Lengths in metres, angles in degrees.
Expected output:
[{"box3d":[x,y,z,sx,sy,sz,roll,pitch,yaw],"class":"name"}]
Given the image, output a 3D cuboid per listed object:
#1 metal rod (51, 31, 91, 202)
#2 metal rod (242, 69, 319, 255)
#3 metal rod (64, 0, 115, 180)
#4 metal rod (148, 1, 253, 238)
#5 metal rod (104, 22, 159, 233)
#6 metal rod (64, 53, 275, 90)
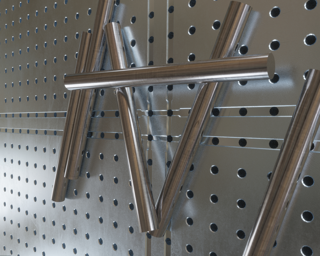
[{"box3d":[-0.150,-0.013,0.535,0.025,0.025,0.298,23,105,37],"class":"metal rod"},{"box3d":[0.113,0.090,0.316,0.025,0.025,0.298,24,105,37],"class":"metal rod"},{"box3d":[-0.117,-0.057,0.507,0.025,0.025,0.298,24,105,37],"class":"metal rod"},{"box3d":[0.041,0.002,0.375,0.025,0.025,0.298,30,109,36],"class":"metal rod"},{"box3d":[-0.042,-0.013,0.428,0.025,0.025,0.299,-25,69,37],"class":"metal rod"},{"box3d":[-0.015,-0.064,0.383,0.300,0.025,0.025,3,92,36],"class":"metal rod"}]
